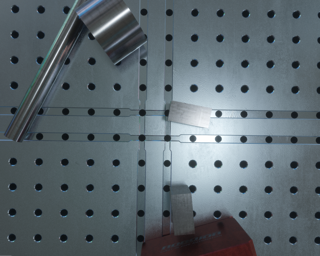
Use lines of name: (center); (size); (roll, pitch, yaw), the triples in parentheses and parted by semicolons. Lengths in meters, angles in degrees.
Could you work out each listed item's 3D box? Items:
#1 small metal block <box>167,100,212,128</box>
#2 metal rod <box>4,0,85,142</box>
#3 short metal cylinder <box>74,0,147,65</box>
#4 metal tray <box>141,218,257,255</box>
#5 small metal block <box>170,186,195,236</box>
small metal block: (0.036, -0.017, 0.401); (0.050, 0.050, 0.025); (11, 90, -1)
metal rod: (-0.125, -0.119, 0.411); (0.025, 0.025, 0.299); (28, 90, -1)
short metal cylinder: (-0.060, -0.126, 0.385); (0.050, 0.080, 0.080); (-36, 90, 0)
metal tray: (0.043, 0.154, 0.381); (0.131, 0.090, 0.030); (-15, 90, -1)
small metal block: (0.028, 0.105, 0.401); (0.025, 0.050, 0.050); (-5, 90, 0)
